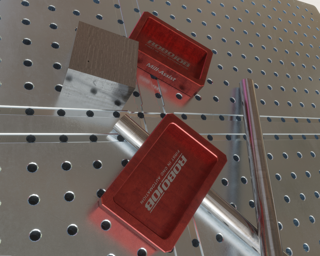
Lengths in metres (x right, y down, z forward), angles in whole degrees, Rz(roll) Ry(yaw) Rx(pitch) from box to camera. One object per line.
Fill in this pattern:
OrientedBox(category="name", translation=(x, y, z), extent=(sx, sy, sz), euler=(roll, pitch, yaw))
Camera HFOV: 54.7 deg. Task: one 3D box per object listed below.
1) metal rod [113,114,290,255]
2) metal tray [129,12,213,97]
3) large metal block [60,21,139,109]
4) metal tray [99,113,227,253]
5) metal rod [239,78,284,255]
OrientedBox(category="metal rod", translation=(0.063, 0.090, 0.388), extent=(0.300, 0.025, 0.025), euler=(41, 51, -1))
OrientedBox(category="metal tray", translation=(0.014, -0.116, 0.485), extent=(0.131, 0.030, 0.090), euler=(28, 52, -11))
OrientedBox(category="large metal block", translation=(-0.076, -0.080, 0.401), extent=(0.081, 0.050, 0.080), euler=(14, 56, -21))
OrientedBox(category="metal tray", translation=(0.006, 0.058, 0.351), extent=(0.090, 0.030, 0.130), euler=(38, 66, -2))
OrientedBox(category="metal rod", translation=(0.139, 0.037, 0.443), extent=(0.025, 0.025, 0.300), euler=(20, 48, -17))
